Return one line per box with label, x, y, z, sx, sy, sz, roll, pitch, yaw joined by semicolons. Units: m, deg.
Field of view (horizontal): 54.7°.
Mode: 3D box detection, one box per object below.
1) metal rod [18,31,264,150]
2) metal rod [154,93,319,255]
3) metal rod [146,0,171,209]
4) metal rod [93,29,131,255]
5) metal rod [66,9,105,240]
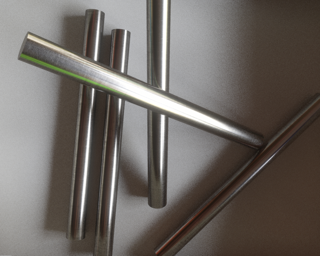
metal rod;0.008;-0.025;0.335;0.302;0.025;0.025;19;90;-32
metal rod;0.109;0.066;0.412;0.300;0.025;0.025;-44;90;0
metal rod;-0.002;-0.038;0.356;0.025;0.025;0.298;0;113;0
metal rod;-0.064;0.021;0.410;0.025;0.025;0.298;5;90;0
metal rod;-0.099;-0.004;0.410;0.025;0.025;0.298;5;90;0
